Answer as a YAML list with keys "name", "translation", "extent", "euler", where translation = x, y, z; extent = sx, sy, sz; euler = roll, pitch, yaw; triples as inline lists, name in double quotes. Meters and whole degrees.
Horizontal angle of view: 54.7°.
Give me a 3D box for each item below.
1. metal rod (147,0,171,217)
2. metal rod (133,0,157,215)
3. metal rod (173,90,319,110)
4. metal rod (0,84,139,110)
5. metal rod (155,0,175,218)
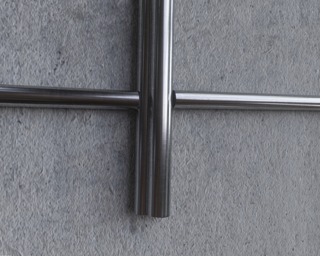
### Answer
- name: "metal rod"
  translation: [-0.001, -0.040, 0.389]
  extent: [0.025, 0.025, 0.298]
  euler: [1, 90, -20]
- name: "metal rod"
  translation: [-0.019, -0.039, 0.405]
  extent: [0.025, 0.025, 0.298]
  euler: [1, 90, -20]
- name: "metal rod"
  translation: [0.158, -0.040, 0.470]
  extent: [0.303, 0.025, 0.025]
  euler: [-1, 90, -21]
- name: "metal rod"
  translation: [-0.172, -0.037, 0.346]
  extent: [0.303, 0.025, 0.025]
  euler: [0, 90, -21]
- name: "metal rod"
  translation: [0.004, -0.033, 0.414]
  extent: [0.025, 0.025, 0.298]
  euler: [1, 90, -20]
